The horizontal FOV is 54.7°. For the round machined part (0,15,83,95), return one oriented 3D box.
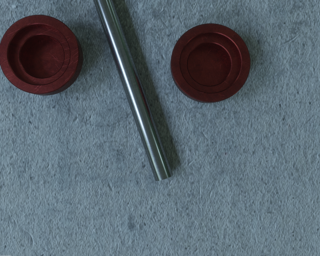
[{"bbox_3d":[-0.148,-0.090,0.399,0.099,0.042,0.097,0,90,-1],"label":"round machined part"}]

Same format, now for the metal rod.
[{"bbox_3d":[-0.043,-0.075,0.409,0.025,0.025,0.298,-19,90,0],"label":"metal rod"}]

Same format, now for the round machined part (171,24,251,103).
[{"bbox_3d":[0.063,-0.081,0.402,0.099,0.042,0.097,0,90,-1],"label":"round machined part"}]
